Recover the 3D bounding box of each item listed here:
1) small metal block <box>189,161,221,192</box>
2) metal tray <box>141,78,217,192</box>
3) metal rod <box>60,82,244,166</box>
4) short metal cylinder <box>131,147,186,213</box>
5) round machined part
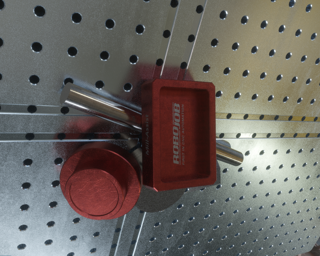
[{"bbox_3d":[0.064,0.069,0.470,0.050,0.025,0.050,-16,143,0],"label":"small metal block"},{"bbox_3d":[0.025,0.007,0.383,0.091,0.030,0.129,-1,90,-29],"label":"metal tray"},{"bbox_3d":[0.013,0.007,0.418,0.302,0.025,0.025,21,107,-36],"label":"metal rod"},{"bbox_3d":[-0.008,0.069,0.429,0.081,0.050,0.079,-14,124,-21],"label":"short metal cylinder"},{"bbox_3d":[-0.072,0.069,0.368,0.099,0.042,0.097,2,110,6],"label":"round machined part"}]
